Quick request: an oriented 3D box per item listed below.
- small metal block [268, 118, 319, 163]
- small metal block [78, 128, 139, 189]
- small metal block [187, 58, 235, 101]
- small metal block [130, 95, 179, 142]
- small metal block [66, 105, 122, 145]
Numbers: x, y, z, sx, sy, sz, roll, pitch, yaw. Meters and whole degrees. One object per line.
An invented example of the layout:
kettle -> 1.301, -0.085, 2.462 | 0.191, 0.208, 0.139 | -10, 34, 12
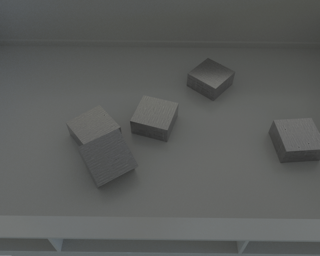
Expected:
small metal block -> 0.173, 0.015, 0.393 | 0.050, 0.025, 0.050 | -3, 50, -3
small metal block -> -0.061, 0.036, 0.361 | 0.050, 0.025, 0.050 | -26, 83, -20
small metal block -> 0.076, -0.074, 0.468 | 0.050, 0.025, 0.050 | 35, 58, 25
small metal block -> -0.007, -0.013, 0.416 | 0.050, 0.025, 0.050 | 14, 51, 11
small metal block -> -0.085, 0.004, 0.401 | 0.050, 0.025, 0.050 | -31, 57, -24
